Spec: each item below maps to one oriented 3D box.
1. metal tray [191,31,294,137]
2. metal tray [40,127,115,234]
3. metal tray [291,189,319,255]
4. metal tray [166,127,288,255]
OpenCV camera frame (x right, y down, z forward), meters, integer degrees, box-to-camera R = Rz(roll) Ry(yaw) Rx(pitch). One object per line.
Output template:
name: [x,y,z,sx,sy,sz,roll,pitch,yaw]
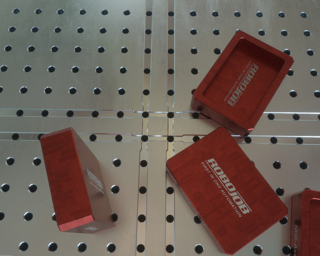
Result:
metal tray: [0.115,-0.064,0.432,0.090,0.030,0.130,32,73,11]
metal tray: [-0.083,0.063,0.333,0.030,0.130,0.090,-17,71,-6]
metal tray: [0.202,0.144,0.357,0.090,0.030,0.130,10,70,3]
metal tray: [0.078,0.075,0.382,0.090,0.030,0.130,-31,73,-11]
